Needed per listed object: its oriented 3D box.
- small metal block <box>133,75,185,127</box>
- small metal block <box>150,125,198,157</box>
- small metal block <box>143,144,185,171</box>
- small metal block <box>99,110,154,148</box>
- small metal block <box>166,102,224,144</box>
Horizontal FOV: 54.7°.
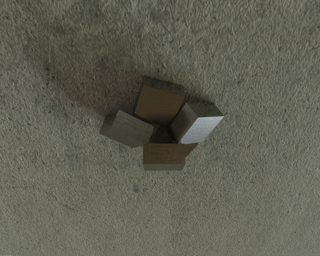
[{"bbox_3d":[-0.003,-0.032,0.382,0.050,0.025,0.050,13,129,-12],"label":"small metal block"},{"bbox_3d":[0.016,0.020,0.427,0.050,0.025,0.050,26,125,-21],"label":"small metal block"},{"bbox_3d":[0.005,0.038,0.393,0.050,0.025,0.050,0,163,-1],"label":"small metal block"},{"bbox_3d":[-0.044,0.003,0.395,0.050,0.025,0.050,26,161,-22],"label":"small metal block"},{"bbox_3d":[0.044,-0.006,0.390,0.050,0.025,0.050,-5,141,-43],"label":"small metal block"}]
